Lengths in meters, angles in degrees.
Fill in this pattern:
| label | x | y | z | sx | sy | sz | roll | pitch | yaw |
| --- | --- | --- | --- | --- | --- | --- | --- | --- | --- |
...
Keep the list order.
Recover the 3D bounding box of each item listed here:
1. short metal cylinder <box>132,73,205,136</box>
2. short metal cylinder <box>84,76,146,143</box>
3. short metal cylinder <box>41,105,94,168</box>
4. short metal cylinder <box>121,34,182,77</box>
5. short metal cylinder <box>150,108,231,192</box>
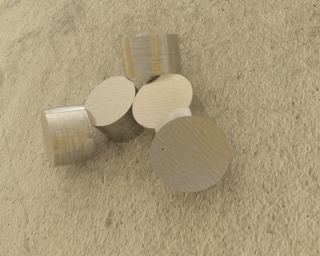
| label | x | y | z | sx | sy | sz | roll | pitch | yaw |
| --- | --- | --- | --- | --- | --- | --- | --- | --- | --- |
| short metal cylinder | 0.012 | -0.023 | 0.397 | 0.080 | 0.050 | 0.080 | -13 | 56 | 21 |
| short metal cylinder | -0.058 | -0.026 | 0.435 | 0.080 | 0.050 | 0.080 | -13 | 56 | 21 |
| short metal cylinder | -0.128 | 0.010 | 0.423 | 0.050 | 0.079 | 0.080 | -11 | 45 | -27 |
| short metal cylinder | -0.012 | -0.100 | 0.430 | 0.080 | 0.080 | 0.050 | 2 | 105 | 29 |
| short metal cylinder | 0.031 | 0.021 | 0.333 | 0.080 | 0.080 | 0.050 | -32 | 10 | 7 |
